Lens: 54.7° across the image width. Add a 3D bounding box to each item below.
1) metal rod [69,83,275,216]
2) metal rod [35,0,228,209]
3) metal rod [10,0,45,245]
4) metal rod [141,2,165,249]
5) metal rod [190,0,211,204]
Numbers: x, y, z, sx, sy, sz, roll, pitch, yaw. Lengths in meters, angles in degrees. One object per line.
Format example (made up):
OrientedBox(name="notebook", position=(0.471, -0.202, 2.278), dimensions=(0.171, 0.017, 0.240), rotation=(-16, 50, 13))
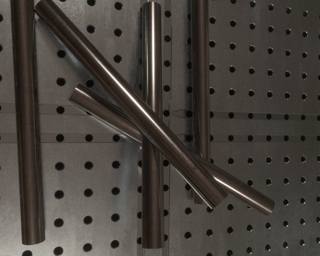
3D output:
OrientedBox(name="metal rod", position=(0.023, 0.033, 0.401), dimensions=(0.301, 0.025, 0.025), rotation=(31, 80, -10))
OrientedBox(name="metal rod", position=(-0.036, -0.032, 0.348), dimensions=(0.025, 0.025, 0.300), rotation=(-40, 84, -16))
OrientedBox(name="metal rod", position=(-0.152, -0.018, 0.356), dimensions=(0.025, 0.025, 0.298), rotation=(-3, 91, -20))
OrientedBox(name="metal rod", position=(-0.009, -0.015, 0.374), dimensions=(0.025, 0.025, 0.299), rotation=(5, 75, -20))
OrientedBox(name="metal rod", position=(0.057, -0.045, 0.434), dimensions=(0.025, 0.025, 0.298), rotation=(-1, 90, -20))
